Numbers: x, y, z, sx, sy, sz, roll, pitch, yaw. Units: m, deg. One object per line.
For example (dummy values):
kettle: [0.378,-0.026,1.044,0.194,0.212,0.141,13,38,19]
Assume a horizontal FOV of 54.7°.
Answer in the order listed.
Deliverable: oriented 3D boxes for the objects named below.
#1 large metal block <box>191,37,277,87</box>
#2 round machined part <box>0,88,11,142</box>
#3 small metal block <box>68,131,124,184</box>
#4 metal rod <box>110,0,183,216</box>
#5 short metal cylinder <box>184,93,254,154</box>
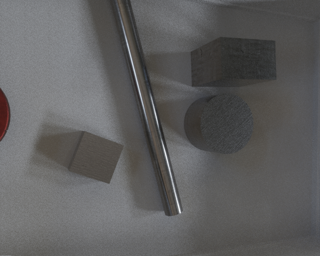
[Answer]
large metal block: [0.096,-0.085,0.418,0.081,0.080,0.050,-3,91,-20]
round machined part: [-0.211,-0.014,0.324,0.099,0.042,0.097,0,90,-21]
small metal block: [-0.079,0.036,0.382,0.050,0.025,0.050,22,82,-19]
metal rod: [-0.017,-0.030,0.404,0.025,0.025,0.298,-16,96,-20]
short metal cylinder: [0.080,-0.006,0.428,0.081,0.050,0.079,0,90,-21]
